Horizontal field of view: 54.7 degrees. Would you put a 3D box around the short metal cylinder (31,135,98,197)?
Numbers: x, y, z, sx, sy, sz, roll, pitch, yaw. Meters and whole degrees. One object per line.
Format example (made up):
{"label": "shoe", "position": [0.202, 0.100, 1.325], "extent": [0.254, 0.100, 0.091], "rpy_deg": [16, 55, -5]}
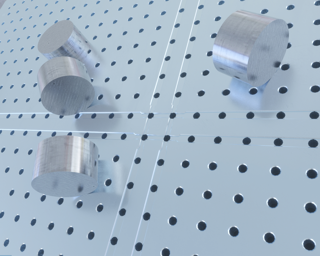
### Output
{"label": "short metal cylinder", "position": [-0.122, 0.052, 0.405], "extent": [0.080, 0.080, 0.050], "rpy_deg": [-18, 55, 17]}

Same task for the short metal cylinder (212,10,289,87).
{"label": "short metal cylinder", "position": [0.110, -0.096, 0.374], "extent": [0.050, 0.080, 0.080], "rpy_deg": [34, 81, 38]}

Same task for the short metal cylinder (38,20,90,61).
{"label": "short metal cylinder", "position": [-0.180, -0.155, 0.582], "extent": [0.080, 0.050, 0.080], "rpy_deg": [-13, 56, 21]}

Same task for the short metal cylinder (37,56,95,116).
{"label": "short metal cylinder", "position": [-0.149, -0.066, 0.492], "extent": [0.080, 0.080, 0.050], "rpy_deg": [-33, 52, 7]}
